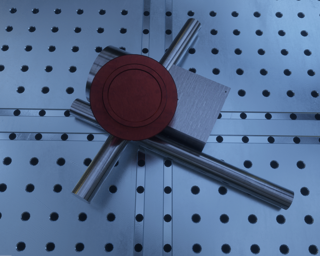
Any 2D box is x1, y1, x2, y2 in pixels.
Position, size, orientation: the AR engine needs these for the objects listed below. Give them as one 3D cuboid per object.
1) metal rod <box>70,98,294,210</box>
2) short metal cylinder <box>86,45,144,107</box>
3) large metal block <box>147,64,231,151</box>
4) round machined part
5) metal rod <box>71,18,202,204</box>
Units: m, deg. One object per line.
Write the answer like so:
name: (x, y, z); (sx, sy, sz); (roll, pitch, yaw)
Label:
metal rod: (0.022, 0.030, 0.400); (0.301, 0.025, 0.025); (23, 72, 8)
short metal cylinder: (-0.053, -0.060, 0.403); (0.050, 0.080, 0.080); (24, 72, 8)
large metal block: (0.035, -0.024, 0.404); (0.080, 0.050, 0.080); (24, 72, 8)
round machined part: (-0.029, -0.034, 0.345); (0.099, 0.042, 0.097); (0, 90, -7)
metal rod: (-0.018, -0.039, 0.405); (0.025, 0.025, 0.300); (27, 64, 9)
